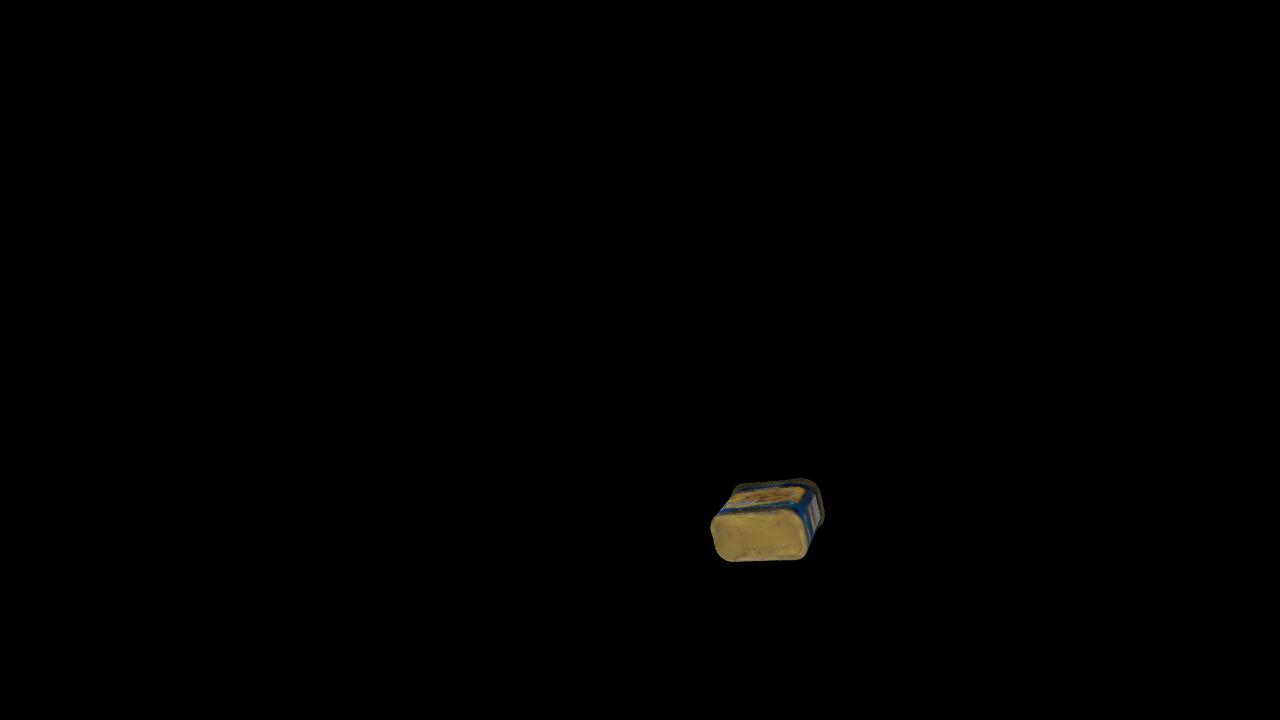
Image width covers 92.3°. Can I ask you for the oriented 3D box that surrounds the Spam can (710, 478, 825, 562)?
[{"bbox_3d":[0.134,0.168,0.644,0.101,0.058,0.085,-12,4,27],"label":"Spam can"}]
